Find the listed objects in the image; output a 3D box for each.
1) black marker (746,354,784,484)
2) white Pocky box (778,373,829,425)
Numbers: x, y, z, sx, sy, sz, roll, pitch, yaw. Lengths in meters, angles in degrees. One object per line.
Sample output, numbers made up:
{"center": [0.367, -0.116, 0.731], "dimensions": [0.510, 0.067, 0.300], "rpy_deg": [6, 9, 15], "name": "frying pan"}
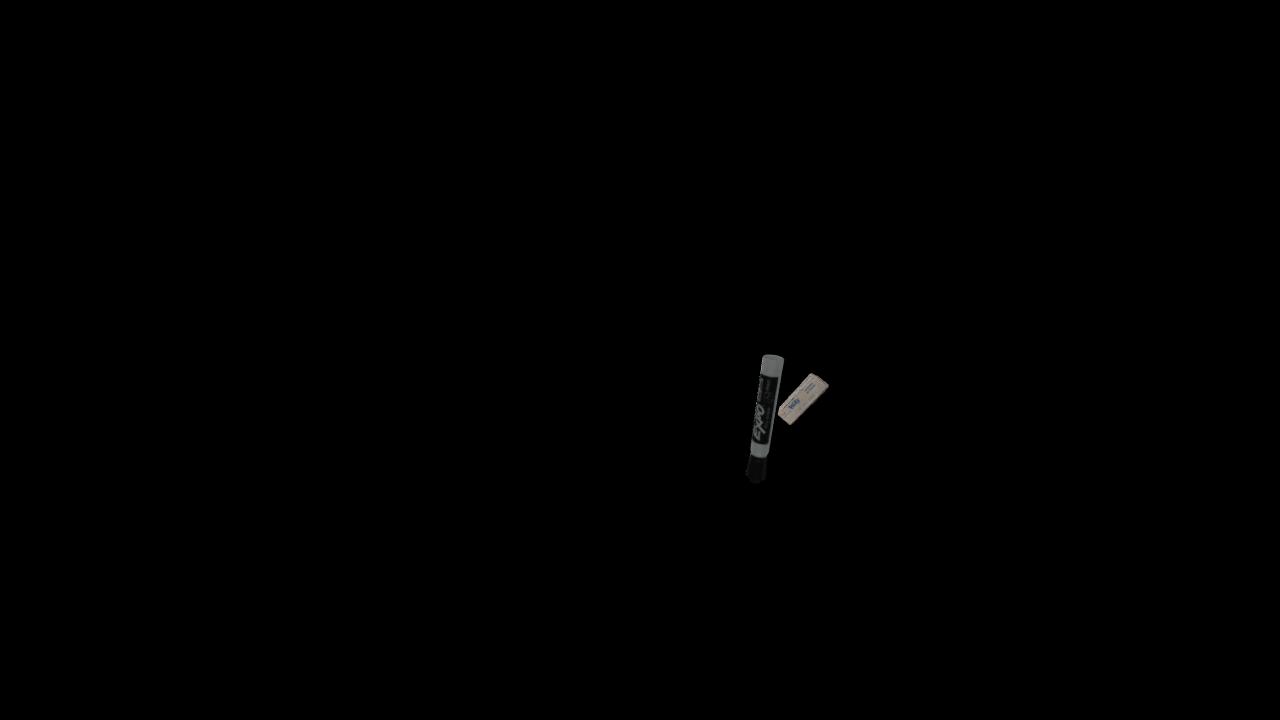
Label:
{"center": [0.111, 0.055, 0.552], "dimensions": [0.020, 0.121, 0.020], "rpy_deg": [5, 16, -1], "name": "black marker"}
{"center": [0.256, 0.060, 0.972], "dimensions": [0.028, 0.084, 0.154], "rpy_deg": [43, 9, 10], "name": "white Pocky box"}
